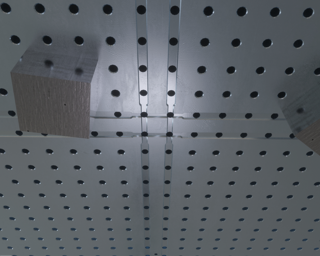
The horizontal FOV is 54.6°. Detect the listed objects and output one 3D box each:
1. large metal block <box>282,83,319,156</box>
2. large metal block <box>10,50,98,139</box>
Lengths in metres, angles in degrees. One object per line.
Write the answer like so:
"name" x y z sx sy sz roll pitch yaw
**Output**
"large metal block" 0.218 -0.011 0.387 0.080 0.050 0.080 32 123 -24
"large metal block" -0.118 -0.038 0.362 0.080 0.050 0.079 7 130 -6
